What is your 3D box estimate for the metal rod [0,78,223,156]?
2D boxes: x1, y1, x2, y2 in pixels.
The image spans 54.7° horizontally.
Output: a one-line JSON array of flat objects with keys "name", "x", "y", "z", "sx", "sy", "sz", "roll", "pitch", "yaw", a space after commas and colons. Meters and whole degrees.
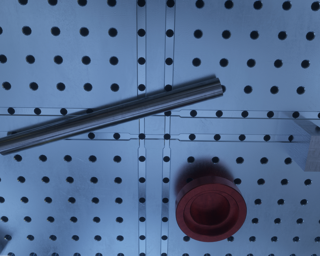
[{"name": "metal rod", "x": -0.068, "y": -0.013, "z": 0.407, "sx": 0.301, "sy": 0.025, "sz": 0.025, "roll": -15, "pitch": 110, "yaw": 5}]

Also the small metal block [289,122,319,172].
[{"name": "small metal block", "x": 0.198, "y": 0.024, "z": 0.412, "sx": 0.025, "sy": 0.050, "sz": 0.050, "roll": 1, "pitch": 110, "yaw": -1}]

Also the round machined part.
[{"name": "round machined part", "x": 0.071, "y": 0.111, "z": 0.447, "sx": 0.099, "sy": 0.042, "sz": 0.097, "roll": 0, "pitch": 110, "yaw": -1}]
